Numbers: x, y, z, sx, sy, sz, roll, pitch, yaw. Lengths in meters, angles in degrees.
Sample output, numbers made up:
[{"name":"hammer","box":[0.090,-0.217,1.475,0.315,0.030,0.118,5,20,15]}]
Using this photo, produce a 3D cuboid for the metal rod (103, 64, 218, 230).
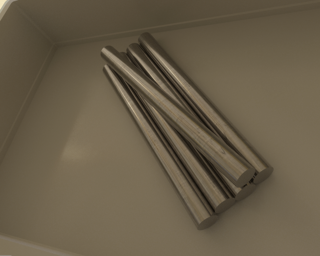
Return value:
[{"name":"metal rod","box":[-0.016,0.001,0.412,0.025,0.025,0.300,-37,51,4]}]

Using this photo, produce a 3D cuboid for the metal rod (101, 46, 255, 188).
[{"name":"metal rod","box":[0.000,-0.035,0.392,0.025,0.025,0.300,-43,51,-2]}]

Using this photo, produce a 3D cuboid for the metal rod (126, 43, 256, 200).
[{"name":"metal rod","box":[0.022,-0.031,0.411,0.025,0.025,0.300,-37,51,4]}]

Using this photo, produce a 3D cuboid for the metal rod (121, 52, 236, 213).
[{"name":"metal rod","box":[0.002,-0.017,0.413,0.025,0.025,0.300,-37,51,4]}]

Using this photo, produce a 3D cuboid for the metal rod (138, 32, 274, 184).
[{"name":"metal rod","box":[0.041,-0.048,0.412,0.025,0.025,0.300,-37,51,4]}]
